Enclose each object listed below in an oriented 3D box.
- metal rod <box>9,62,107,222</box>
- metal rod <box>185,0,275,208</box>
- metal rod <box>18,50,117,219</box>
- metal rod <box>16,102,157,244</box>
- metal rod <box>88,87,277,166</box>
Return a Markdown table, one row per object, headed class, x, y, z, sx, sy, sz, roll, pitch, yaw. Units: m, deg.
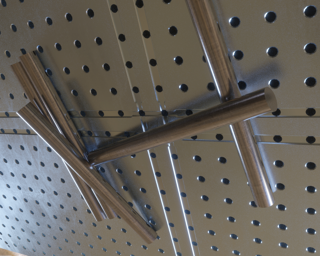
| class | x | y | z | sx | sy | sz | roll | pitch | yaw |
| --- | --- | --- | --- | --- | --- | --- | --- | --- | --- |
| metal rod | -0.158 | 0.032 | 0.511 | 0.025 | 0.025 | 0.299 | -9 | 114 | 32 |
| metal rod | 0.079 | -0.035 | 0.347 | 0.025 | 0.025 | 0.299 | -10 | 114 | 32 |
| metal rod | -0.136 | 0.023 | 0.494 | 0.025 | 0.025 | 0.299 | -10 | 114 | 32 |
| metal rod | -0.105 | 0.080 | 0.489 | 0.025 | 0.025 | 0.300 | -26 | 112 | 37 |
| metal rod | 0.001 | 0.010 | 0.395 | 0.299 | 0.025 | 0.025 | -20 | 108 | 41 |
